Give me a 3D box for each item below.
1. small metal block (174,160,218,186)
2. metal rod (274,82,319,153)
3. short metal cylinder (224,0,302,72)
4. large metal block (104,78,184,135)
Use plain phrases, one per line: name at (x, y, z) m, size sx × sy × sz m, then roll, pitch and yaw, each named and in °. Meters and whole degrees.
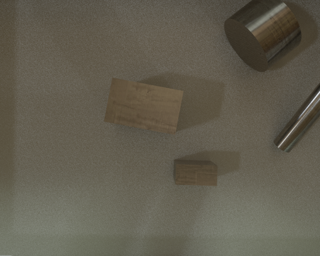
small metal block at (0.044, 0.057, 0.400) m, size 0.050 × 0.050 × 0.025 m, roll 2°, pitch 90°, yaw -1°
metal rod at (0.227, -0.091, 0.347) m, size 0.025 × 0.025 × 0.298 m, roll 28°, pitch 118°, yaw -1°
short metal cylinder at (0.126, -0.117, 0.386) m, size 0.050 × 0.080 × 0.080 m, roll -38°, pitch 90°, yaw 0°
large metal block at (-0.018, -0.024, 0.384) m, size 0.080 × 0.080 × 0.050 m, roll 11°, pitch 90°, yaw -1°
